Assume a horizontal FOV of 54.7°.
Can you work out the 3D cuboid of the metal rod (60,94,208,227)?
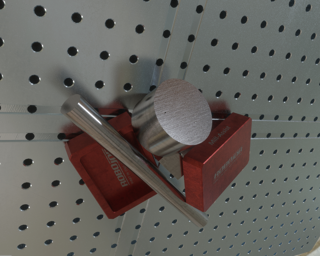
[{"bbox_3d":[-0.011,0.062,0.400,0.025,0.025,0.300,-42,130,0],"label":"metal rod"}]

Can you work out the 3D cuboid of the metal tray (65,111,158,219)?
[{"bbox_3d":[-0.053,0.053,0.406,0.090,0.030,0.129,-28,128,-11],"label":"metal tray"}]

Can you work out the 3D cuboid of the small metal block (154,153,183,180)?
[{"bbox_3d":[0.010,0.035,0.417,0.025,0.050,0.050,-42,130,0],"label":"small metal block"}]

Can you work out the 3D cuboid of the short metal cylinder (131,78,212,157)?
[{"bbox_3d":[0.014,-0.011,0.364,0.081,0.080,0.050,8,156,-32],"label":"short metal cylinder"}]

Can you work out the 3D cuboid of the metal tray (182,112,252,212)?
[{"bbox_3d":[0.086,0.046,0.446,0.131,0.030,0.089,-37,134,-36],"label":"metal tray"}]
